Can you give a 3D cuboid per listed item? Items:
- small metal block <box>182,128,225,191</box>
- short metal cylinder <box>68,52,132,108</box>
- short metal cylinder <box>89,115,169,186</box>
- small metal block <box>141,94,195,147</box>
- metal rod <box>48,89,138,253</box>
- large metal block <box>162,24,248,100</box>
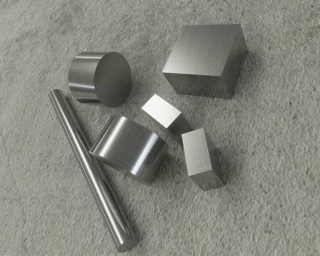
[{"bbox_3d":[0.048,0.036,0.340,0.025,0.050,0.050,-19,55,17],"label":"small metal block"},{"bbox_3d":[-0.086,-0.072,0.456,0.050,0.080,0.080,10,67,32],"label":"short metal cylinder"},{"bbox_3d":[-0.036,0.027,0.370,0.080,0.080,0.050,19,72,35],"label":"short metal cylinder"},{"bbox_3d":[0.011,-0.009,0.387,0.025,0.050,0.050,-47,52,-5],"label":"small metal block"},{"bbox_3d":[-0.106,0.037,0.435,0.025,0.025,0.300,-39,51,2],"label":"metal rod"},{"bbox_3d":[0.061,-0.088,0.409,0.080,0.050,0.080,10,67,32],"label":"large metal block"}]
